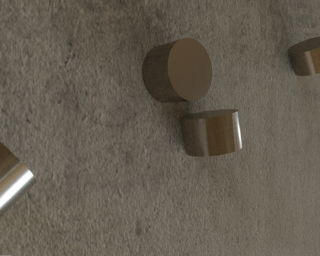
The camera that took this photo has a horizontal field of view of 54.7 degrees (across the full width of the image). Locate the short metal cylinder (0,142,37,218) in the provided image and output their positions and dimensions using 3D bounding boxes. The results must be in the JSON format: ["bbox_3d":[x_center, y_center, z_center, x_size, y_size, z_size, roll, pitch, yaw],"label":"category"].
[{"bbox_3d":[-0.148,0.036,0.246,0.050,0.080,0.080,-50,120,-28],"label":"short metal cylinder"}]

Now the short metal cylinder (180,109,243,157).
[{"bbox_3d":[0.071,0.005,0.431,0.081,0.080,0.050,-15,100,-39],"label":"short metal cylinder"}]

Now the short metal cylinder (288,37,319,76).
[{"bbox_3d":[0.310,-0.147,0.633,0.080,0.080,0.050,-40,115,-33],"label":"short metal cylinder"}]

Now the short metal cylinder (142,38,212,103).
[{"bbox_3d":[0.024,-0.074,0.410,0.081,0.050,0.079,0,90,-40],"label":"short metal cylinder"}]
